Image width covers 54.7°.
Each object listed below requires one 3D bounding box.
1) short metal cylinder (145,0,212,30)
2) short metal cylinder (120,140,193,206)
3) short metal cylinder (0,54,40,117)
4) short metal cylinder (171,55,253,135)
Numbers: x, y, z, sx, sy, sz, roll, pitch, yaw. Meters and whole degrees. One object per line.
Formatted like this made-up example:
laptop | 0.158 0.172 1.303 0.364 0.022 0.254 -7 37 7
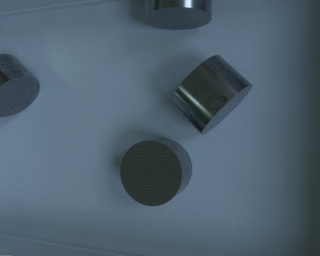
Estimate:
short metal cylinder | 0.022 -0.156 0.373 0.080 0.080 0.050 1 91 20
short metal cylinder | -0.003 0.055 0.398 0.080 0.050 0.080 0 90 20
short metal cylinder | -0.231 -0.063 0.463 0.050 0.080 0.080 45 104 14
short metal cylinder | 0.060 -0.038 0.360 0.050 0.080 0.080 47 104 14
